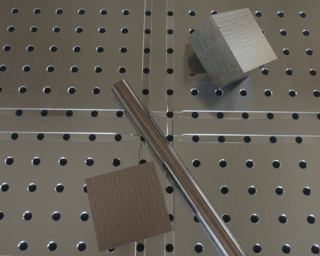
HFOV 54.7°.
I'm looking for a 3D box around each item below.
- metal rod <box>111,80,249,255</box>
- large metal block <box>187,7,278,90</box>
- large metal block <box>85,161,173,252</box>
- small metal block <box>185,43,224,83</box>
[{"bbox_3d":[0.025,0.059,0.390,0.025,0.025,0.299,-32,73,-11],"label":"metal rod"},{"bbox_3d":[0.097,-0.106,0.412,0.081,0.050,0.080,-26,86,-37],"label":"large metal block"},{"bbox_3d":[-0.035,0.092,0.364,0.081,0.050,0.080,-15,71,-5],"label":"large metal block"},{"bbox_3d":[0.063,-0.095,0.447,0.050,0.025,0.050,-3,70,-2],"label":"small metal block"}]
